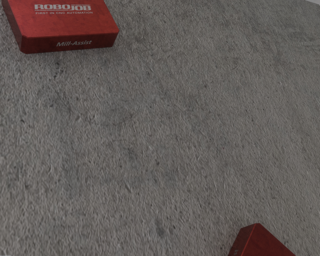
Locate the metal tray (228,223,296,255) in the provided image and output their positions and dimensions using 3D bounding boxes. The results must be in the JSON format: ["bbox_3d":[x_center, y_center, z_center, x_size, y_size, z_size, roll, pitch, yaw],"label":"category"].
[{"bbox_3d":[0.110,0.186,0.346,0.090,0.030,0.131,42,51,1],"label":"metal tray"}]

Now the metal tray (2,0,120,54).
[{"bbox_3d":[-0.132,-0.150,0.421,0.131,0.030,0.090,-16,70,-34],"label":"metal tray"}]
